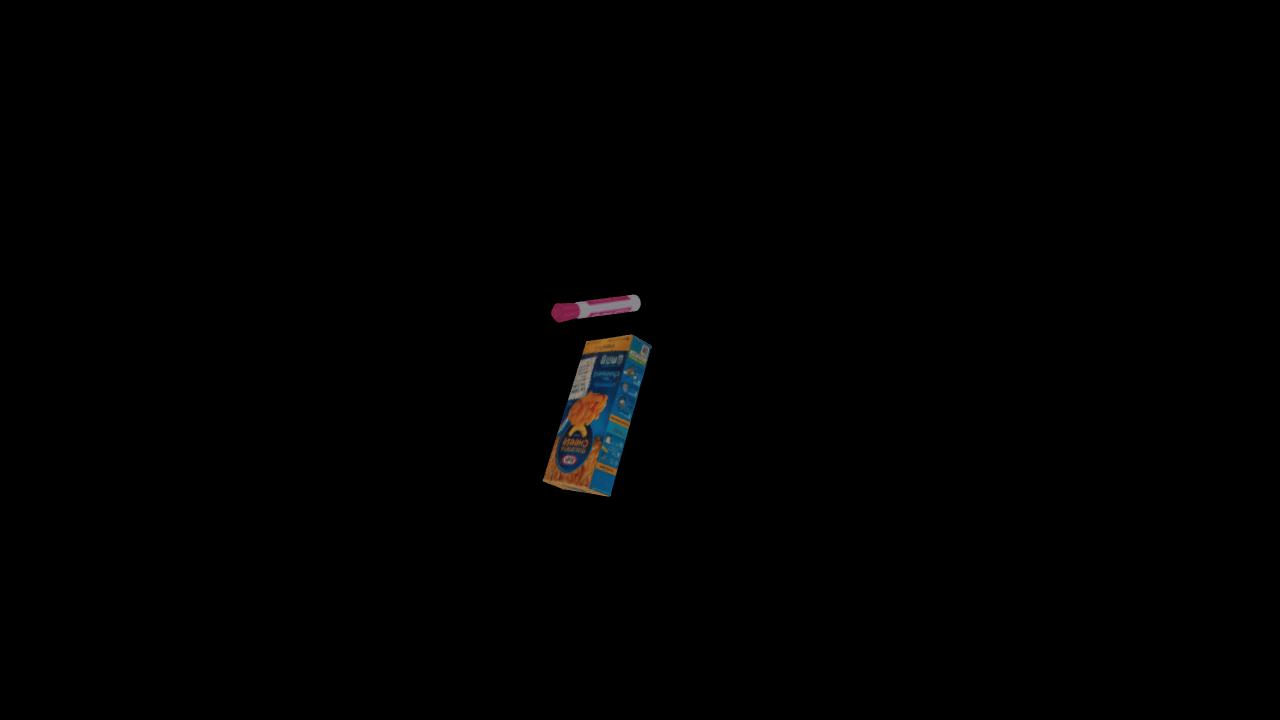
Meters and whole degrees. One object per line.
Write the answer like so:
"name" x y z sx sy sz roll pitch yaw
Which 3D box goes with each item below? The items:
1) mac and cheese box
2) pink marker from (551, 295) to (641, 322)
"mac and cheese box" -0.050 0.063 0.730 0.093 0.184 0.041 -5 -27 47
"pink marker" -0.045 -0.055 0.643 0.020 0.020 0.121 0 9 41
